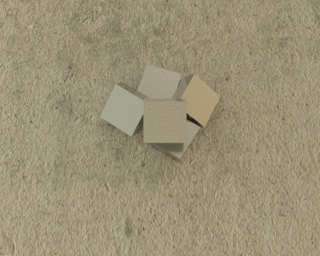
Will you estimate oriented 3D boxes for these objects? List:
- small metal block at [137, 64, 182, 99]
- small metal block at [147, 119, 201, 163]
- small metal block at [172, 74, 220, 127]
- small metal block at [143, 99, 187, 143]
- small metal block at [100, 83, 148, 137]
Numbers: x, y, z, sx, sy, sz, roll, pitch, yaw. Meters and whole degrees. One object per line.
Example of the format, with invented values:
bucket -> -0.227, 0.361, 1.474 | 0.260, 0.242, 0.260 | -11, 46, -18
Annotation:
small metal block -> -0.002, -0.055, 0.430 | 0.050, 0.025, 0.050 | 16, 71, 5
small metal block -> 0.017, 0.010, 0.406 | 0.050, 0.025, 0.050 | 31, 73, 10
small metal block -> 0.045, -0.035, 0.411 | 0.050, 0.025, 0.050 | 37, 71, -23
small metal block -> 0.006, -0.009, 0.374 | 0.050, 0.025, 0.050 | 0, 103, 0
small metal block -> -0.042, -0.025, 0.406 | 0.050, 0.025, 0.050 | 32, 109, 9
